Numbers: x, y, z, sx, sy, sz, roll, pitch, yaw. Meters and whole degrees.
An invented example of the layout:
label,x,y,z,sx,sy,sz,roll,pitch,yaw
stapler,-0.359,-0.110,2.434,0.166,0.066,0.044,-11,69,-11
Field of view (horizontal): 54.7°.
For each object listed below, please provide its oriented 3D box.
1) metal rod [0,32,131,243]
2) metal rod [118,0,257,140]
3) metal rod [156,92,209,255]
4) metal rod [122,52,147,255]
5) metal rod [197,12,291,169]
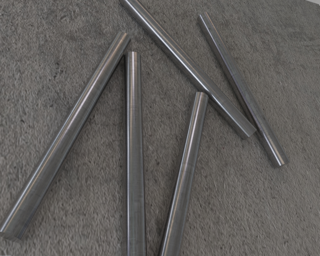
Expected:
label,x,y,z,sx,sy,sz,roll,pitch,yaw
metal rod,-0.094,-0.017,0.363,0.025,0.025,0.300,28,52,-11
metal rod,0.040,-0.102,0.487,0.300,0.025,0.025,49,51,6
metal rod,0.027,0.071,0.374,0.025,0.025,0.300,26,53,-13
metal rod,-0.032,0.029,0.368,0.025,0.025,0.299,10,57,-23
metal rod,0.132,-0.074,0.519,0.025,0.025,0.299,-9,66,-32
